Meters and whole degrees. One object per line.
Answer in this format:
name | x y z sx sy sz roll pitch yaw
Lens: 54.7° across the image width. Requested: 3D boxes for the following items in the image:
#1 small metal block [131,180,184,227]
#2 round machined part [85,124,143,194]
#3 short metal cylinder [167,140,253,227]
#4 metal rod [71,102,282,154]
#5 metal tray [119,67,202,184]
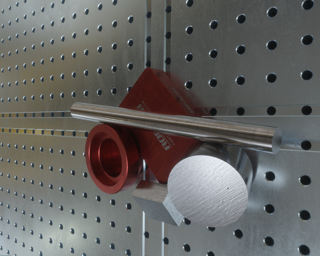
small metal block | 0.000 0.094 0.390 0.050 0.025 0.050 3 136 39
round machined part | -0.062 0.041 0.440 0.098 0.042 0.097 8 102 44
short metal cylinder | 0.054 0.056 0.327 0.080 0.050 0.079 7 111 19
metal rod | -0.009 -0.007 0.374 0.300 0.025 0.025 9 96 39
metal tray | 0.002 -0.004 0.404 0.090 0.030 0.130 -51 61 27
